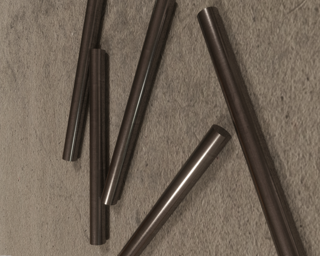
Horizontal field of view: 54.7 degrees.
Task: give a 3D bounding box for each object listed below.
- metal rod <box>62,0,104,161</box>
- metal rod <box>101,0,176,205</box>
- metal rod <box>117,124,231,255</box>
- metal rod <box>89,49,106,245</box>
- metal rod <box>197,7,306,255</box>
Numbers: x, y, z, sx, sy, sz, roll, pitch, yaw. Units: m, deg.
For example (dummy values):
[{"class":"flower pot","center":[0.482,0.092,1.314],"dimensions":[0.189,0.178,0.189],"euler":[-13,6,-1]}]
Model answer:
[{"class":"metal rod","center":[-0.123,-0.091,0.503],"dimensions":[0.025,0.025,0.298],"euler":[20,102,38]},{"class":"metal rod","center":[-0.034,-0.029,0.430],"dimensions":[0.025,0.025,0.298],"euler":[27,107,36]},{"class":"metal rod","center":[-0.005,0.118,0.406],"dimensions":[0.025,0.025,0.298],"euler":[47,118,29]},{"class":"metal rod","center":[-0.097,0.029,0.481],"dimensions":[0.025,0.025,0.298],"euler":[0,90,39]},{"class":"metal rod","center":[0.095,0.008,0.325],"dimensions":[0.025,0.025,0.299],"euler":[-25,74,37]}]
